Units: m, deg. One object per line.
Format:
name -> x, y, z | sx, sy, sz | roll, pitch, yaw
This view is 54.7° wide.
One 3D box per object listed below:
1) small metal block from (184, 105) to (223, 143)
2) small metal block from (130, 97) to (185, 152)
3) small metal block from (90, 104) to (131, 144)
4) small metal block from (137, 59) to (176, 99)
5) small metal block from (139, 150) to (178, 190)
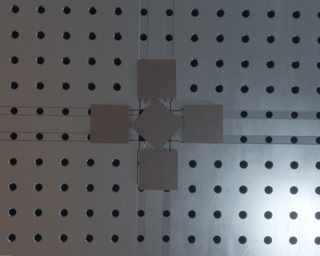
small metal block -> 0.057, -0.005, 0.414 | 0.050, 0.025, 0.050 | 0, 90, -1
small metal block -> -0.004, -0.005, 0.413 | 0.050, 0.025, 0.050 | 42, 90, -1
small metal block -> -0.065, -0.005, 0.412 | 0.050, 0.025, 0.050 | 1, 90, -1
small metal block -> -0.004, -0.064, 0.413 | 0.050, 0.025, 0.050 | -1, 90, -1
small metal block -> -0.002, 0.056, 0.413 | 0.050, 0.025, 0.050 | 0, 90, -1
